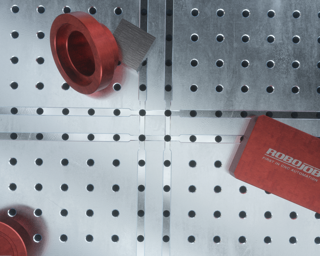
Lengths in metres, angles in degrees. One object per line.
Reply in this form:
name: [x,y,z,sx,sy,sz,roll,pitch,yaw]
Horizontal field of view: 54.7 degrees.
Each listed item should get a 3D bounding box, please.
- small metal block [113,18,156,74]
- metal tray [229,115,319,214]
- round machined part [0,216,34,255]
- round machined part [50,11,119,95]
small metal block: [-0.040,-0.108,0.413,0.050,0.025,0.050,30,90,-1]
metal tray: [0.171,0.047,0.413,0.131,0.030,0.090,23,90,-1]
round machined part: [-0.213,0.162,0.402,0.099,0.042,0.097,0,90,-1]
round machined part: [-0.090,-0.094,0.386,0.042,0.098,0.098,-32,91,-41]
